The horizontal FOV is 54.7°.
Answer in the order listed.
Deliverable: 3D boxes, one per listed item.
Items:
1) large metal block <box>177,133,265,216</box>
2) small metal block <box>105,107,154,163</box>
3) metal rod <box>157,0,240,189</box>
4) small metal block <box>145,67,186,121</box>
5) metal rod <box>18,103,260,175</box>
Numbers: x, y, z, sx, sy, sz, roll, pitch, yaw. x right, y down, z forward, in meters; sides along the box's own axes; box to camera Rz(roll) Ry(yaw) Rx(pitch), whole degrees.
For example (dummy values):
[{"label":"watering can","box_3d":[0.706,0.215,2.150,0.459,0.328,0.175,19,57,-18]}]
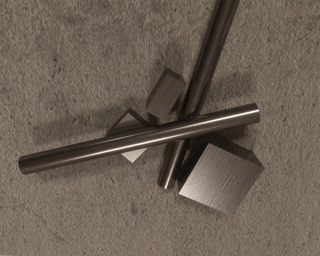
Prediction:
[{"label":"large metal block","box_3d":[0.078,0.059,0.420,0.080,0.050,0.080,24,108,-9]},{"label":"small metal block","box_3d":[-0.038,0.009,0.413,0.050,0.025,0.050,41,105,-14]},{"label":"metal rod","box_3d":[0.050,-0.055,0.390,0.025,0.025,0.298,15,109,-6]},{"label":"small metal block","box_3d":[0.006,-0.043,0.381,0.025,0.050,0.050,28,107,-10]},{"label":"metal rod","box_3d":[-0.029,0.015,0.387,0.302,0.025,0.025,-13,110,5]}]
